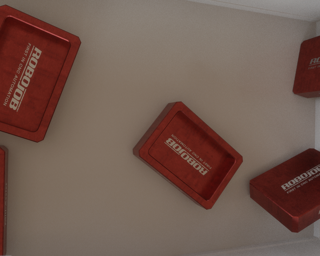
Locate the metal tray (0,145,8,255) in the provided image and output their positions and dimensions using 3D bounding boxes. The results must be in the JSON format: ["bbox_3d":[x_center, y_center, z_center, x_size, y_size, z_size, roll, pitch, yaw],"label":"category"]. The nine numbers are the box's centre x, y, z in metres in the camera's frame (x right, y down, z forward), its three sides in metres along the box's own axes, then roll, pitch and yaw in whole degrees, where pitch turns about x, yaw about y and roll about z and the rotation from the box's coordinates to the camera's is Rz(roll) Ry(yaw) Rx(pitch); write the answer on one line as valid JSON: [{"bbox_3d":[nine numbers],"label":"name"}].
[{"bbox_3d":[-0.214,0.084,0.328,0.091,0.030,0.129,1,90,-20],"label":"metal tray"}]

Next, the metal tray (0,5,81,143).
[{"bbox_3d":[-0.155,-0.058,0.350,0.091,0.030,0.129,21,83,-19],"label":"metal tray"}]

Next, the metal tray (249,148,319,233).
[{"bbox_3d":[0.209,0.084,0.449,0.131,0.090,0.030,-23,122,-18],"label":"metal tray"}]

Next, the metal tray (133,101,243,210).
[{"bbox_3d":[0.040,0.037,0.422,0.130,0.030,0.090,40,77,-16],"label":"metal tray"}]

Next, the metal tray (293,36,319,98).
[{"bbox_3d":[0.259,-0.095,0.450,0.030,0.130,0.090,13,86,-20],"label":"metal tray"}]
